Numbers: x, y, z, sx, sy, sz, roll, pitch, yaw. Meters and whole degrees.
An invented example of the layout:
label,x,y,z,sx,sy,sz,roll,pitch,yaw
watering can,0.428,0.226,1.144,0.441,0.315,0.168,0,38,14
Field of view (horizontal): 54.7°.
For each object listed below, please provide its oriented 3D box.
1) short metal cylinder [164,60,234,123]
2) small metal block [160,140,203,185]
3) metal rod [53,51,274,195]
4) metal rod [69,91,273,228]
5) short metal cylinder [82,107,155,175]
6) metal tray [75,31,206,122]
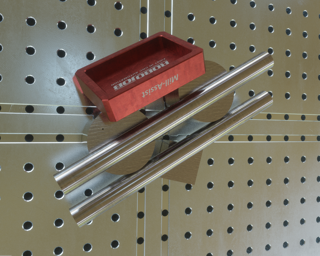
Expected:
label,x,y,z,sx,sy,sz,roll,pitch,yaw
short metal cylinder,0.052,-0.047,0.420,0.081,0.050,0.079,0,90,-21
small metal block,0.026,0.047,0.422,0.050,0.025,0.050,16,85,-20
metal rod,0.019,-0.016,0.366,0.302,0.025,0.025,-31,101,-18
metal rod,0.028,0.030,0.396,0.302,0.025,0.025,-30,100,-18
short metal cylinder,-0.052,0.014,0.381,0.081,0.050,0.079,0,90,-21
metal tray,-0.023,-0.067,0.369,0.131,0.090,0.030,-30,132,-18
